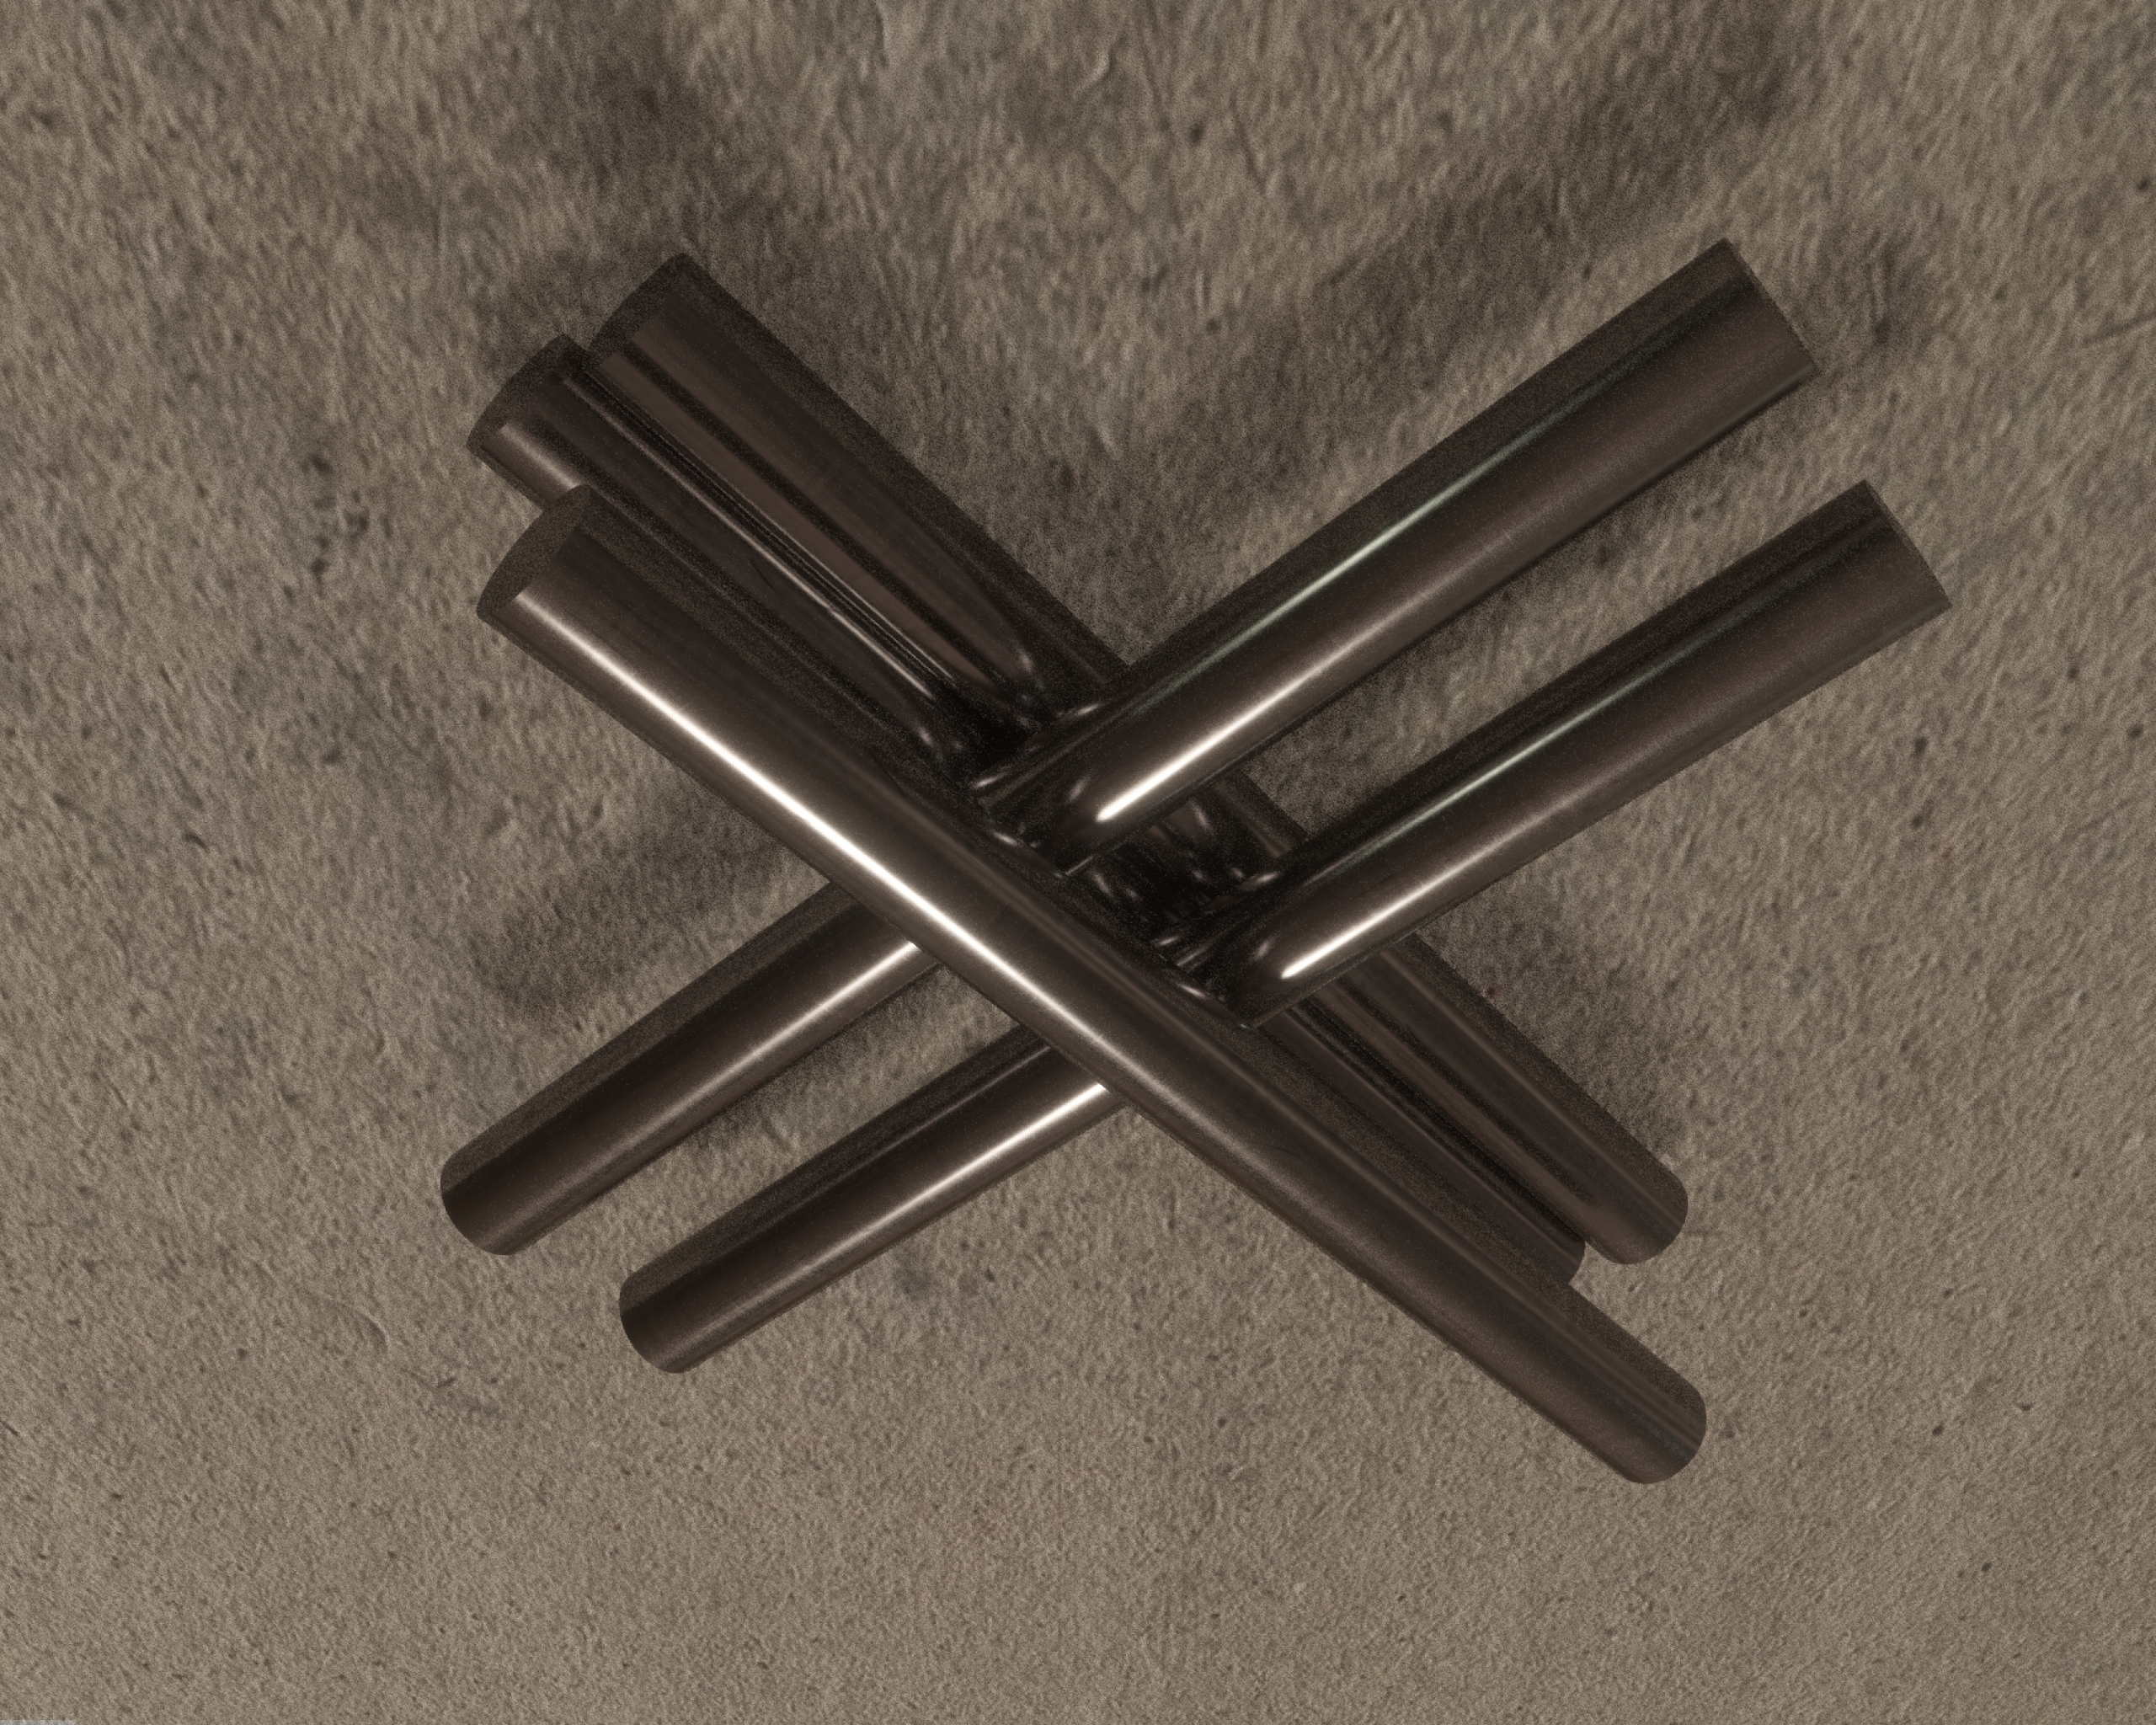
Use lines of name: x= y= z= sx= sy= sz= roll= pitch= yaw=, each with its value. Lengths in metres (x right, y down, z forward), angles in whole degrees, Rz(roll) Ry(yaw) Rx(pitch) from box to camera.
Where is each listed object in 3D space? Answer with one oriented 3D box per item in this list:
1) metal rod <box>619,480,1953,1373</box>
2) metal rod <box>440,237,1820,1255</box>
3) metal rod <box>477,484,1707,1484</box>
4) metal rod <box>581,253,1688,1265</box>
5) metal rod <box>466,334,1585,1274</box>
metal rod: x=0.021 y=0.025 z=0.397 sx=0.299 sy=0.025 sz=0.025 roll=-34 pitch=123 yaw=25
metal rod: x=-0.010 y=-0.006 z=0.371 sx=0.299 sy=0.025 sz=0.025 roll=-34 pitch=123 yaw=25
metal rod: x=0.022 y=0.038 z=0.376 sx=0.025 sy=0.025 sz=0.301 roll=-35 pitch=122 yaw=26
metal rod: x=0.029 y=-0.003 z=0.406 sx=0.025 sy=0.025 sz=0.301 roll=-34 pitch=123 yaw=25
metal rod: x=0.008 y=0.008 z=0.415 sx=0.025 sy=0.025 sz=0.301 roll=-34 pitch=123 yaw=25
